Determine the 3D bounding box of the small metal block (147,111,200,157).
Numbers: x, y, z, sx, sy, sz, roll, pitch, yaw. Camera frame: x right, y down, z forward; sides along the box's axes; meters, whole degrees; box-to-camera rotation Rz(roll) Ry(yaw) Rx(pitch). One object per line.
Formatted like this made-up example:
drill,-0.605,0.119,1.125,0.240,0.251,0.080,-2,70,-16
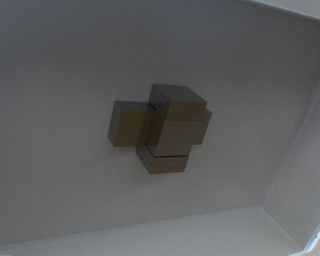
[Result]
small metal block,0.016,0.007,0.386,0.050,0.025,0.050,0,118,-29

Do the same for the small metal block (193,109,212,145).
small metal block,0.037,-0.004,0.424,0.050,0.025,0.050,0,118,-29

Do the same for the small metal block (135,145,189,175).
small metal block,0.002,0.035,0.411,0.050,0.050,0.025,0,118,-29

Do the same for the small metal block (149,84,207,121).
small metal block,0.021,-0.032,0.381,0.050,0.050,0.025,0,118,-29

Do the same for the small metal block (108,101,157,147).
small metal block,-0.033,-0.005,0.385,0.050,0.025,0.050,1,118,-29
